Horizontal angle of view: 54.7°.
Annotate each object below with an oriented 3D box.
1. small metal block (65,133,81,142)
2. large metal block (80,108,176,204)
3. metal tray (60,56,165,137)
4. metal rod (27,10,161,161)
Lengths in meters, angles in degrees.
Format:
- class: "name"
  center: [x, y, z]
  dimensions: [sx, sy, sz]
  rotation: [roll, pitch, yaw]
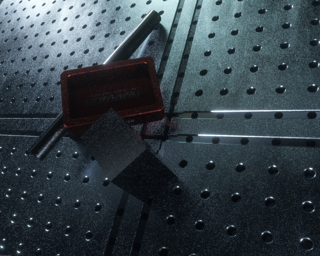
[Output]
- class: "small metal block"
  center: [-0.111, -0.009, 0.470]
  dimensions: [0.050, 0.025, 0.050]
  rotation: [-7, 58, 24]
- class: "large metal block"
  center: [-0.037, 0.034, 0.370]
  dimensions: [0.050, 0.080, 0.080]
  rotation: [-43, 51, -1]
- class: "metal tray"
  center: [-0.066, -0.045, 0.427]
  dimensions: [0.131, 0.030, 0.090]
  rotation: [-11, 64, -3]
- class: "metal rod"
  center: [-0.090, -0.076, 0.475]
  dimensions: [0.025, 0.025, 0.300]
  rotation: [20, 64, 35]
